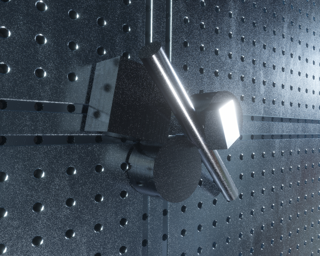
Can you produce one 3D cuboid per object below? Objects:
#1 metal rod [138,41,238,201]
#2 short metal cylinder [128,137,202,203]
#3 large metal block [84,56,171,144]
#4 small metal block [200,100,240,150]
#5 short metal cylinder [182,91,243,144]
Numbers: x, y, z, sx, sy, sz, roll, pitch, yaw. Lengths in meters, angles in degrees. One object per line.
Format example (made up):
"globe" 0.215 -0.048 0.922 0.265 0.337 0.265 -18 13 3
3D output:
"metal rod" 0.053 0.015 0.403 0.025 0.025 0.300 -58 137 -24
"short metal cylinder" 0.007 0.050 0.394 0.081 0.050 0.079 0 90 -40
"large metal block" -0.033 -0.028 0.359 0.081 0.050 0.080 14 81 -39
"small metal block" 0.078 -0.004 0.396 0.050 0.025 0.050 -31 110 -55
"short metal cylinder" 0.076 -0.013 0.453 0.081 0.050 0.079 0 90 -40
